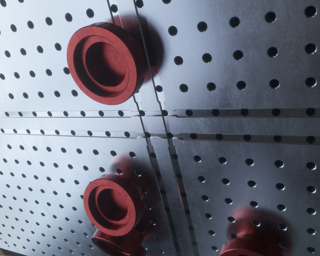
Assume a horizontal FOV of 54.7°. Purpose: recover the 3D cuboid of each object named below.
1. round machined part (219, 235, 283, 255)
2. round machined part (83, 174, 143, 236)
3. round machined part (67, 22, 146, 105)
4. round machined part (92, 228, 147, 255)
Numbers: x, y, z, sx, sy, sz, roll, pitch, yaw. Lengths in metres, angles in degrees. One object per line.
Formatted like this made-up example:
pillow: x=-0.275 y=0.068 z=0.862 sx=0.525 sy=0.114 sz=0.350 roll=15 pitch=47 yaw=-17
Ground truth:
round machined part: x=0.136 y=0.195 z=0.448 sx=0.098 sy=0.042 sz=0.097 roll=13 pitch=124 yaw=20
round machined part: x=-0.071 y=0.119 z=0.499 sx=0.098 sy=0.042 sz=0.097 roll=7 pitch=106 yaw=24
round machined part: x=-0.061 y=-0.081 z=0.381 sx=0.098 sy=0.042 sz=0.097 roll=13 pitch=124 yaw=20
round machined part: x=-0.067 y=0.199 z=0.545 sx=0.098 sy=0.042 sz=0.097 roll=19 pitch=144 yaw=15
